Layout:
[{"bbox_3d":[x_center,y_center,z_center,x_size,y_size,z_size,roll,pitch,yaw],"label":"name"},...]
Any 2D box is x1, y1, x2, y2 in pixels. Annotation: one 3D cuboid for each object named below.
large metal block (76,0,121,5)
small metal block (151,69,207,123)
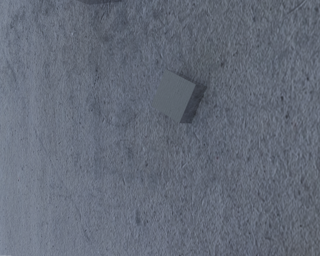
[{"bbox_3d":[-0.099,-0.237,0.468,0.080,0.050,0.079,14,99,39],"label":"large metal block"},{"bbox_3d":[0.023,-0.039,0.384,0.050,0.025,0.050,34,111,34],"label":"small metal block"}]
